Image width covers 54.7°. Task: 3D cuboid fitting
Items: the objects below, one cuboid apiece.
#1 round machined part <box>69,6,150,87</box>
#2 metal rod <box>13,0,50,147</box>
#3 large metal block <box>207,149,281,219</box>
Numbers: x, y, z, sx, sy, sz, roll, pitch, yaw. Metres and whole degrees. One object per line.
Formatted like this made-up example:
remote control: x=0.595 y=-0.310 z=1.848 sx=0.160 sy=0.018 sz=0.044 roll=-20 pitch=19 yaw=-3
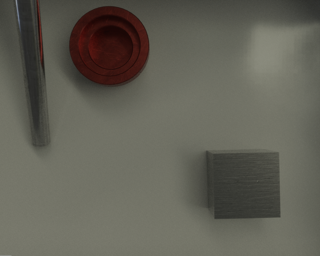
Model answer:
round machined part: x=-0.062 y=-0.102 z=0.402 sx=0.099 sy=0.042 sz=0.097 roll=0 pitch=90 yaw=-1
metal rod: x=-0.141 y=-0.108 z=0.335 sx=0.025 sy=0.025 sz=0.298 roll=8 pitch=121 yaw=-1
large metal block: x=0.105 y=0.070 z=0.400 sx=0.081 sy=0.050 sz=0.079 roll=-1 pitch=90 yaw=-1
